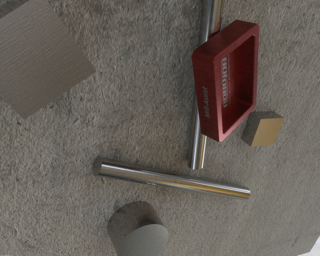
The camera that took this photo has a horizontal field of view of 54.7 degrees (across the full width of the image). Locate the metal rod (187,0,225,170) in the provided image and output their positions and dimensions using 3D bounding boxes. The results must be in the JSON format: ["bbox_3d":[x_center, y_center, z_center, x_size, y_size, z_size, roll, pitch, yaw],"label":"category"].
[{"bbox_3d":[0.058,-0.072,0.396,0.025,0.025,0.298,-12,124,-22],"label":"metal rod"}]

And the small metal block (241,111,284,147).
[{"bbox_3d":[0.165,0.001,0.501,0.050,0.025,0.050,-4,120,-27],"label":"small metal block"}]

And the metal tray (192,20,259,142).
[{"bbox_3d":[0.086,-0.056,0.390,0.090,0.030,0.129,-41,139,-27],"label":"metal tray"}]

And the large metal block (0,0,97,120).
[{"bbox_3d":[-0.120,-0.069,0.283,0.080,0.050,0.080,-36,129,-5],"label":"large metal block"}]

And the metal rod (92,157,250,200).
[{"bbox_3d":[0.038,0.084,0.481,0.302,0.025,0.025,17,109,-35],"label":"metal rod"}]

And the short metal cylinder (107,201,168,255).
[{"bbox_3d":[-0.034,0.159,0.472,0.081,0.050,0.079,-14,125,-21],"label":"short metal cylinder"}]
